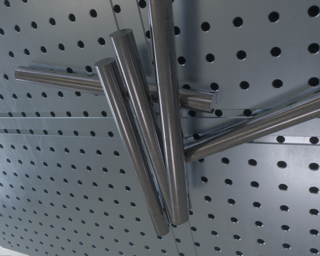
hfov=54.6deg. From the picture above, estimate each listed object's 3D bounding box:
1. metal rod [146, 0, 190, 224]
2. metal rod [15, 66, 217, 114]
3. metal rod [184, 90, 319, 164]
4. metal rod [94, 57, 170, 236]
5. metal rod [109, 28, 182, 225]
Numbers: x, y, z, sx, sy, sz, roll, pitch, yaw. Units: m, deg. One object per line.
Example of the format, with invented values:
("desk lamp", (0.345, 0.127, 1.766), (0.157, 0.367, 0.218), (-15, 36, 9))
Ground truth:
("metal rod", (0.014, -0.003, 0.368), (0.025, 0.025, 0.298), (7, 122, 24))
("metal rod", (-0.075, -0.055, 0.416), (0.301, 0.025, 0.025), (11, 123, 22))
("metal rod", (0.136, -0.013, 0.331), (0.299, 0.025, 0.025), (-25, 105, 37))
("metal rod", (-0.029, 0.046, 0.435), (0.025, 0.025, 0.299), (3, 126, 27))
("metal rod", (-0.006, 0.021, 0.404), (0.025, 0.025, 0.299), (3, 127, 27))
